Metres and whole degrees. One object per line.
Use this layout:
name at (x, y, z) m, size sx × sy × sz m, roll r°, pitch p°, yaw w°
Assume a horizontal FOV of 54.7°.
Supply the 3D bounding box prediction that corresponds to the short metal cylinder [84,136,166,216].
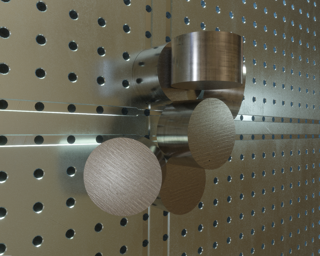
short metal cylinder at (-0.035, 0.048, 0.336) m, size 0.050 × 0.080 × 0.079 m, roll -16°, pitch 104°, yaw -84°

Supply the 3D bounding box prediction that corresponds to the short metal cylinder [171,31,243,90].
short metal cylinder at (0.053, -0.073, 0.350) m, size 0.081 × 0.080 × 0.050 m, roll 0°, pitch 90°, yaw -40°

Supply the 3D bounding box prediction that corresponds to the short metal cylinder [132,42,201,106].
short metal cylinder at (0.012, -0.069, 0.402) m, size 0.081 × 0.050 × 0.079 m, roll -1°, pitch 91°, yaw -40°

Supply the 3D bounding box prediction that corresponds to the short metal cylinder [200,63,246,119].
short metal cylinder at (0.084, -0.055, 0.434) m, size 0.050 × 0.080 × 0.080 m, roll 8°, pitch 83°, yaw 1°

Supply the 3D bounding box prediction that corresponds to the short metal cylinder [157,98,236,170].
short metal cylinder at (0.043, 0.006, 0.362) m, size 0.081 × 0.050 × 0.079 m, roll 0°, pitch 90°, yaw -40°

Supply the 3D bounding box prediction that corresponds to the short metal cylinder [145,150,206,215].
short metal cylinder at (0.014, 0.067, 0.403) m, size 0.081 × 0.050 × 0.079 m, roll -1°, pitch 92°, yaw -40°
